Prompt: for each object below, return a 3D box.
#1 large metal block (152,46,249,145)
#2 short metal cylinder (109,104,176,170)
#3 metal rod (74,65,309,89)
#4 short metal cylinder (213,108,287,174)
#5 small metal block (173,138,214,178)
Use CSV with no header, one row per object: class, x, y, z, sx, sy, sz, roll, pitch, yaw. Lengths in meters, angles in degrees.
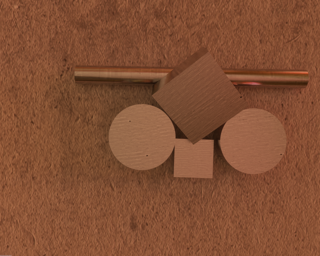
large metal block,0.047,-0.041,0.381,0.080,0.050,0.080,-37,107,13
short metal cylinder,-0.021,0.011,0.398,0.081,0.050,0.079,0,90,0
metal rod,0.041,-0.068,0.411,0.302,0.025,0.025,1,90,0
short metal cylinder,0.113,0.016,0.399,0.081,0.050,0.079,0,90,0
small metal block,0.044,0.039,0.412,0.050,0.025,0.050,2,90,0
